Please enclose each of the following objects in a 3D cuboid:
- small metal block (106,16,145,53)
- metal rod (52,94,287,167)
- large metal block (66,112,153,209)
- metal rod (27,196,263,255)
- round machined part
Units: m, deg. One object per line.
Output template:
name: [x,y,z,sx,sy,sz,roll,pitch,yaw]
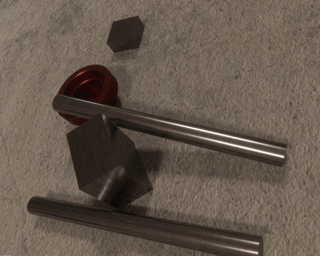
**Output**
small metal block: [-0.059,-0.160,0.531,0.050,0.025,0.050,-4,60,26]
metal rod: [-0.007,-0.003,0.377,0.301,0.025,0.025,13,68,22]
large metal block: [-0.060,0.041,0.373,0.050,0.080,0.080,-32,52,7]
metal rod: [-0.040,0.109,0.356,0.300,0.025,0.025,1,62,28]
round machined part: [-0.106,-0.046,0.475,0.098,0.042,0.098,-13,56,20]
